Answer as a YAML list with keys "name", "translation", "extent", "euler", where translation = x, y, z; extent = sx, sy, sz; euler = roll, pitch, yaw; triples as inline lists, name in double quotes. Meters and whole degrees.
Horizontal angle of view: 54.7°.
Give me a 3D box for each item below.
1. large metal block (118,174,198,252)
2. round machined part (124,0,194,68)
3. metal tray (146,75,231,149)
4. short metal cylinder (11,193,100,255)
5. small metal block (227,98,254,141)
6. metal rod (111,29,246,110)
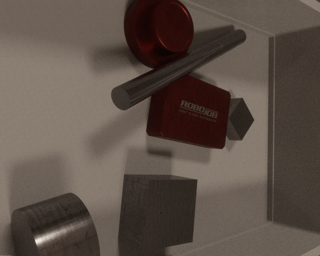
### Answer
- name: "large metal block"
  translation: [-0.002, 0.102, 0.391]
  extent: [0.081, 0.050, 0.080]
  euler: [8, 85, -40]
- name: "round machined part"
  translation: [0.006, -0.128, 0.402]
  extent: [0.099, 0.042, 0.097]
  euler: [0, 90, -40]
- name: "metal tray"
  translation: [0.046, -0.023, 0.444]
  extent: [0.131, 0.030, 0.090]
  euler: [14, 81, -39]
- name: "short metal cylinder"
  translation: [-0.099, 0.107, 0.289]
  extent: [0.050, 0.080, 0.079]
  euler: [-12, 98, -40]
- name: "small metal block"
  translation: [0.126, -0.015, 0.515]
  extent: [0.050, 0.025, 0.050]
  euler: [-51, 120, -28]
- name: "metal rod"
  translation: [0.047, -0.091, 0.415]
  extent: [0.302, 0.025, 0.025]
  euler: [-36, 113, -45]
